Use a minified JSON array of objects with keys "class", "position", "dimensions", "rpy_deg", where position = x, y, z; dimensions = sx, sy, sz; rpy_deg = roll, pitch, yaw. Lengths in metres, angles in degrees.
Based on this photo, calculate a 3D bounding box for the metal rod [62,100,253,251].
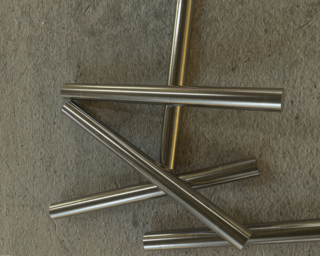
[{"class":"metal rod","position":[-0.020,0.046,0.395],"dimensions":[0.300,0.025,0.025],"rpy_deg":[34,101,24]}]

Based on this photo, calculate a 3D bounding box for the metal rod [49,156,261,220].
[{"class":"metal rod","position":[-0.021,0.085,0.416],"dimensions":[0.300,0.025,0.025],"rpy_deg":[-16,85,19]}]

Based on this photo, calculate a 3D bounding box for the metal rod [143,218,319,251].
[{"class":"metal rod","position":[0.122,0.124,0.365],"dimensions":[0.301,0.025,0.025],"rpy_deg":[-11,86,19]}]

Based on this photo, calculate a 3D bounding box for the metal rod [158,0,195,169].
[{"class":"metal rod","position":[0.025,-0.097,0.399],"dimensions":[0.025,0.025,0.298],"rpy_deg":[7,92,20]}]

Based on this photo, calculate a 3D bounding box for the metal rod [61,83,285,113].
[{"class":"metal rod","position":[-0.006,-0.041,0.386],"dimensions":[0.300,0.025,0.025],"rpy_deg":[6,92,29]}]
